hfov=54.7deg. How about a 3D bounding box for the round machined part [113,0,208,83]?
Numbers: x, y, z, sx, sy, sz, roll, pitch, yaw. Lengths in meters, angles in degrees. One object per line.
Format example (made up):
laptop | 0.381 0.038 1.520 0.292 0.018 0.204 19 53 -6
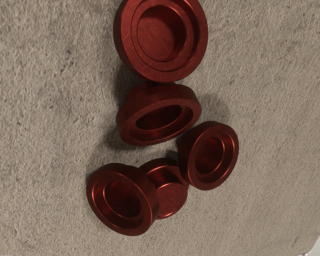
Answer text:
round machined part | -0.002 -0.097 0.323 0.099 0.042 0.097 -5 101 -26

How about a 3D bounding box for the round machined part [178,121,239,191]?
round machined part | 0.065 0.036 0.445 0.099 0.042 0.097 -12 112 -33

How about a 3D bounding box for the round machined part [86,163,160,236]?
round machined part | -0.044 0.088 0.404 0.042 0.098 0.097 -41 144 -54

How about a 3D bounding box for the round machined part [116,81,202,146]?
round machined part | -0.004 -0.021 0.365 0.099 0.042 0.098 -17 153 -9

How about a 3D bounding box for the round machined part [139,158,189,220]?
round machined part | 0.001 0.096 0.458 0.099 0.042 0.097 -14 125 -21
